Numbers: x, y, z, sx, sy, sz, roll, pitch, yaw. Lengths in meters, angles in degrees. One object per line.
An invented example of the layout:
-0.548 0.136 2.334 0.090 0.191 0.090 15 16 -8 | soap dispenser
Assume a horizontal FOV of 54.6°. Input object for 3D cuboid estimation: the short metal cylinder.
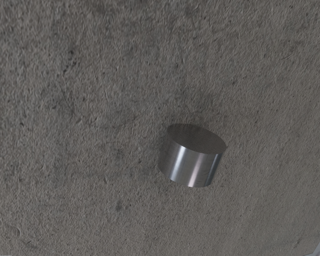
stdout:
0.042 0.035 0.415 0.081 0.080 0.050 2 118 -29 | short metal cylinder
